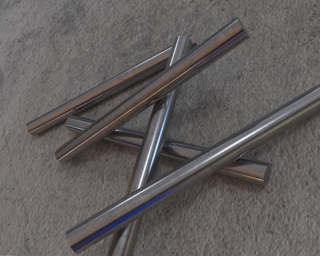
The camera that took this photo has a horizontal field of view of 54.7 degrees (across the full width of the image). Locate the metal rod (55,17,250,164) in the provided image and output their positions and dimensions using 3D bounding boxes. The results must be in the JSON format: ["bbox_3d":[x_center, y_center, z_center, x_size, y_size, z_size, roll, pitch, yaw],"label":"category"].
[{"bbox_3d":[-0.028,-0.030,0.380,0.299,0.025,0.025,-32,50,27],"label":"metal rod"}]

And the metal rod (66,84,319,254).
[{"bbox_3d":[0.046,0.037,0.316,0.301,0.025,0.025,-29,51,-7],"label":"metal rod"}]

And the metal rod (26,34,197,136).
[{"bbox_3d":[-0.080,-0.062,0.484,0.300,0.025,0.025,-26,53,12],"label":"metal rod"}]

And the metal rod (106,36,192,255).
[{"bbox_3d":[-0.007,0.013,0.366,0.025,0.025,0.300,2,62,29],"label":"metal rod"}]

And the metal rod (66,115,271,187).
[{"bbox_3d":[-0.013,0.020,0.398,0.300,0.025,0.025,13,68,33],"label":"metal rod"}]
